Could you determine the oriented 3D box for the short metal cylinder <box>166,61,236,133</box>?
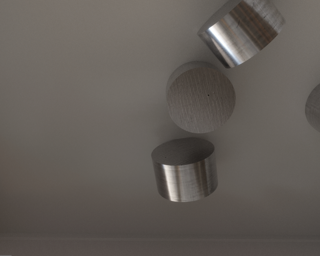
[{"bbox_3d":[0.048,-0.039,0.384,0.081,0.050,0.079,0,110,0],"label":"short metal cylinder"}]

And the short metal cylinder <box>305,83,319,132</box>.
[{"bbox_3d":[0.235,-0.021,0.392,0.081,0.050,0.079,0,110,0],"label":"short metal cylinder"}]

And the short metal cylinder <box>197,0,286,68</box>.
[{"bbox_3d":[0.088,-0.112,0.341,0.080,0.080,0.050,-41,105,13],"label":"short metal cylinder"}]

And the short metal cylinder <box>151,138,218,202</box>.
[{"bbox_3d":[0.032,0.052,0.401,0.080,0.080,0.050,-8,110,3],"label":"short metal cylinder"}]
